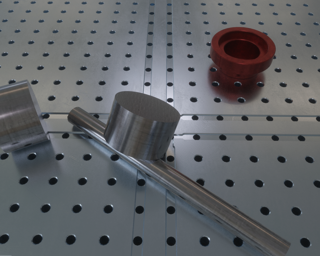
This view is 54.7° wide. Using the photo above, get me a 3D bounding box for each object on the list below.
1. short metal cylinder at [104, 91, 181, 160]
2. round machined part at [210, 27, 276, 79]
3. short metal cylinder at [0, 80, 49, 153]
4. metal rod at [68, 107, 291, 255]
[{"bbox_3d":[-0.022,-0.005,0.372,0.080,0.050,0.080,18,23,-7],"label":"short metal cylinder"},{"bbox_3d":[0.129,-0.116,0.495,0.099,0.042,0.098,0,50,0],"label":"round machined part"},{"bbox_3d":[-0.176,-0.015,0.383,0.050,0.080,0.080,-19,53,-15],"label":"short metal cylinder"},{"bbox_3d":[0.003,0.053,0.362,0.300,0.025,0.025,31,57,23],"label":"metal rod"}]
